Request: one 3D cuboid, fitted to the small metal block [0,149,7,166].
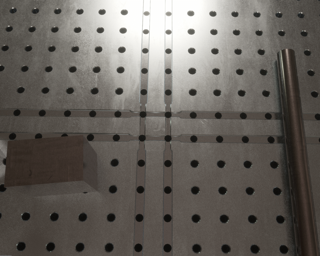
[{"bbox_3d":[-0.235,0.035,0.396,0.050,0.025,0.050,-38,75,-13],"label":"small metal block"}]

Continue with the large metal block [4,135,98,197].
[{"bbox_3d":[-0.122,0.047,0.364,0.081,0.080,0.050,-5,70,-2],"label":"large metal block"}]

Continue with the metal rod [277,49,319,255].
[{"bbox_3d":[0.178,0.031,0.402,0.025,0.025,0.299,2,70,0],"label":"metal rod"}]
